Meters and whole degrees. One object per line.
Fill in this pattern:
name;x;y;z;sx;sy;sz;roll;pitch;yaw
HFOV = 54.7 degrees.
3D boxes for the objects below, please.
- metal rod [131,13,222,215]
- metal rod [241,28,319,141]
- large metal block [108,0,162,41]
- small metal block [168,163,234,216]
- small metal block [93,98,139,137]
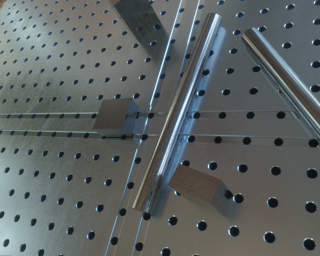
metal rod;0.030;-0.033;0.413;0.025;0.025;0.300;8;65;31
metal rod;0.165;-0.014;0.329;0.025;0.025;0.299;-29;52;10
large metal block;-0.052;-0.209;0.529;0.050;0.080;0.080;-37;51;4
small metal block;0.044;0.066;0.329;0.050;0.050;0.025;18;72;35
small metal block;-0.063;-0.015;0.451;0.050;0.025;0.050;-2;61;27
